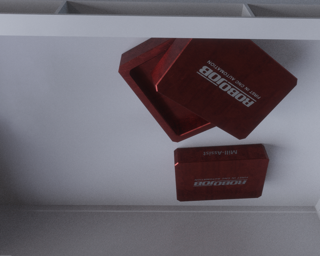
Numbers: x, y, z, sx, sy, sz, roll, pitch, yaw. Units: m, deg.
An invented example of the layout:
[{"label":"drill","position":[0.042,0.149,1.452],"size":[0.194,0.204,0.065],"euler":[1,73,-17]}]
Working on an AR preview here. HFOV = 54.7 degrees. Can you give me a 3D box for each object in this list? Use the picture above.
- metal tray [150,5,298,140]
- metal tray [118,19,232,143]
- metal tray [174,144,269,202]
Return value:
[{"label":"metal tray","position":[0.068,-0.051,0.324],"size":[0.131,0.030,0.090],"euler":[28,113,-28]},{"label":"metal tray","position":[0.025,-0.048,0.364],"size":[0.090,0.030,0.130],"euler":[-24,126,19]},{"label":"metal tray","position":[0.089,0.069,0.465],"size":[0.131,0.030,0.089],"euler":[-3,130,2]}]
